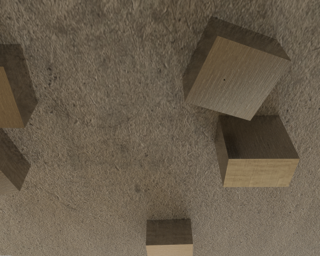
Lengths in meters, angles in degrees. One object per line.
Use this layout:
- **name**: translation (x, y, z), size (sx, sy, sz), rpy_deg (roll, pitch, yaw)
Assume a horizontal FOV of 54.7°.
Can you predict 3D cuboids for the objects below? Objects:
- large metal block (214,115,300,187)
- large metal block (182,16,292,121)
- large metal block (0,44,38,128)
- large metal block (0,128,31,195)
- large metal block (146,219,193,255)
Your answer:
- **large metal block**: translation (0.118, 0.028, 0.396), size (0.081, 0.080, 0.050), rpy_deg (0, 130, 0)
- **large metal block**: translation (0.078, -0.063, 0.338), size (0.081, 0.050, 0.079), rpy_deg (15, 129, -13)
- **large metal block**: translation (-0.195, -0.047, 0.349), size (0.081, 0.050, 0.079), rpy_deg (1, 130, -1)
- **large metal block**: translation (-0.245, 0.051, 0.432), size (0.080, 0.050, 0.080), rpy_deg (-11, 129, 9)
- **large metal block**: translation (0.018, 0.213, 0.573), size (0.080, 0.050, 0.079), rpy_deg (-2, 130, 1)
